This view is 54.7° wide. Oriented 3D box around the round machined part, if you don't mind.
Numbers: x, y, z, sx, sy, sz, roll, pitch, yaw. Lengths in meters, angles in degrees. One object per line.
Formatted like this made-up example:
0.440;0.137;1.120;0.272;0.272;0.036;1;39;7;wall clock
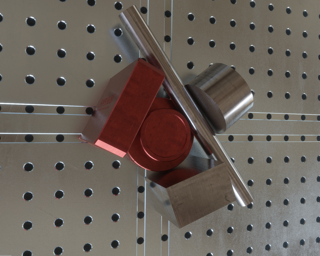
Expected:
0.001;0.009;0.405;0.099;0.042;0.097;0;90;-21;round machined part

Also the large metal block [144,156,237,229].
0.036;0.077;0.398;0.081;0.080;0.050;-20;97;-19;large metal block

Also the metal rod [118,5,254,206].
0.041;-0.020;0.406;0.025;0.025;0.299;-37;102;-16;metal rod

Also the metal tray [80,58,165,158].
-0.047;-0.020;0.340;0.030;0.130;0.090;29;80;-18;metal tray

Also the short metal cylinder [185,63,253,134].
0.075;-0.039;0.411;0.050;0.080;0.080;-39;103;-16;short metal cylinder
